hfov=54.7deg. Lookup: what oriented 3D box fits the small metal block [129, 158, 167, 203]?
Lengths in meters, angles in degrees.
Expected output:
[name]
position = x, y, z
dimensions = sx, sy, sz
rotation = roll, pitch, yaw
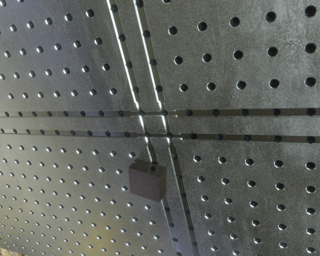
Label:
[small metal block]
position = -0.018, 0.079, 0.468
dimensions = 0.050, 0.025, 0.050
rotation = 14, 124, 20
